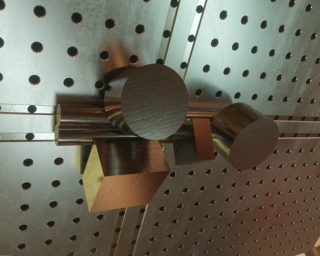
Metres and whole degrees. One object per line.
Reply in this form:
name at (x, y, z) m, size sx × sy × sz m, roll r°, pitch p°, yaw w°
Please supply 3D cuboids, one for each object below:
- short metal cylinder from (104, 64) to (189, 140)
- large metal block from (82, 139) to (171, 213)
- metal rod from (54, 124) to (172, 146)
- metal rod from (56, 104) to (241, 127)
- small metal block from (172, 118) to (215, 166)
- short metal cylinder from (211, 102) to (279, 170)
short metal cylinder at (-0.015, -0.029, 0.346) m, size 0.081 × 0.050 × 0.079 m, roll -3°, pitch 96°, yaw -29°
large metal block at (-0.045, 0.058, 0.384) m, size 0.081 × 0.050 × 0.079 m, roll -1°, pitch 139°, yaw -28°
metal rod at (0.016, 0.009, 0.421) m, size 0.303 × 0.025 × 0.025 m, roll 0°, pitch 118°, yaw -29°
metal rod at (0.022, -0.013, 0.411) m, size 0.303 × 0.025 × 0.025 m, roll 0°, pitch 118°, yaw -29°
small metal block at (0.040, 0.019, 0.388) m, size 0.025 × 0.050 × 0.050 m, roll 1°, pitch 76°, yaw -29°
short metal cylinder at (0.114, 0.011, 0.428) m, size 0.081 × 0.050 × 0.079 m, roll -14°, pitch 124°, yaw -21°
